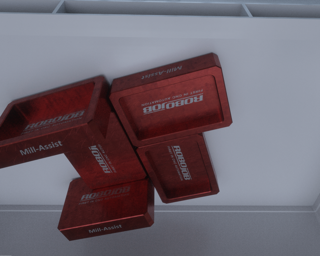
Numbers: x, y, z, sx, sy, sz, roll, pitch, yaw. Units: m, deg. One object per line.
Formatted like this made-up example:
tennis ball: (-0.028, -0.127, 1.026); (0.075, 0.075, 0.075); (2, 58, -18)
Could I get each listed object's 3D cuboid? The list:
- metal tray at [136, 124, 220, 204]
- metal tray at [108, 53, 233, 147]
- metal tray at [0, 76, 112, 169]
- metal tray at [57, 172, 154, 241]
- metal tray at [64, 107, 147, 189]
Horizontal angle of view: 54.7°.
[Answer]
metal tray: (0.029, 0.054, 0.450); (0.090, 0.030, 0.129); (-14, 129, 11)
metal tray: (0.015, -0.030, 0.378); (0.131, 0.030, 0.090); (-13, 129, 10)
metal tray: (-0.123, -0.008, 0.353); (0.130, 0.090, 0.030); (-14, 129, 11)
metal tray: (-0.075, 0.107, 0.453); (0.131, 0.090, 0.030); (-13, 129, 10)
metal tray: (-0.080, 0.026, 0.423); (0.090, 0.030, 0.129); (-14, 129, 11)
